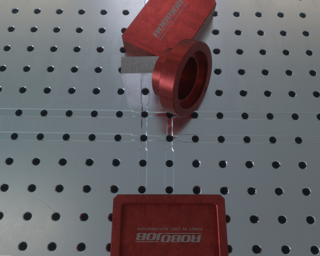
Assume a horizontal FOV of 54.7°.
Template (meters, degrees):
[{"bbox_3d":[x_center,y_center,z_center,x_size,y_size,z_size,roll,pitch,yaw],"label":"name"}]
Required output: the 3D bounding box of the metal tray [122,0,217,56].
[{"bbox_3d":[0.015,-0.154,0.466,0.090,0.030,0.130,29,72,10],"label":"metal tray"}]

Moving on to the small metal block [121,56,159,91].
[{"bbox_3d":[-0.025,-0.074,0.425,0.050,0.050,0.025,-1,70,-1],"label":"small metal block"}]

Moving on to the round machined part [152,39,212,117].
[{"bbox_3d":[0.026,-0.066,0.401,0.042,0.098,0.098,21,70,29],"label":"round machined part"}]

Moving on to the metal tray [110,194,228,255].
[{"bbox_3d":[0.011,0.125,0.363,0.131,0.030,0.090,0,70,0],"label":"metal tray"}]
